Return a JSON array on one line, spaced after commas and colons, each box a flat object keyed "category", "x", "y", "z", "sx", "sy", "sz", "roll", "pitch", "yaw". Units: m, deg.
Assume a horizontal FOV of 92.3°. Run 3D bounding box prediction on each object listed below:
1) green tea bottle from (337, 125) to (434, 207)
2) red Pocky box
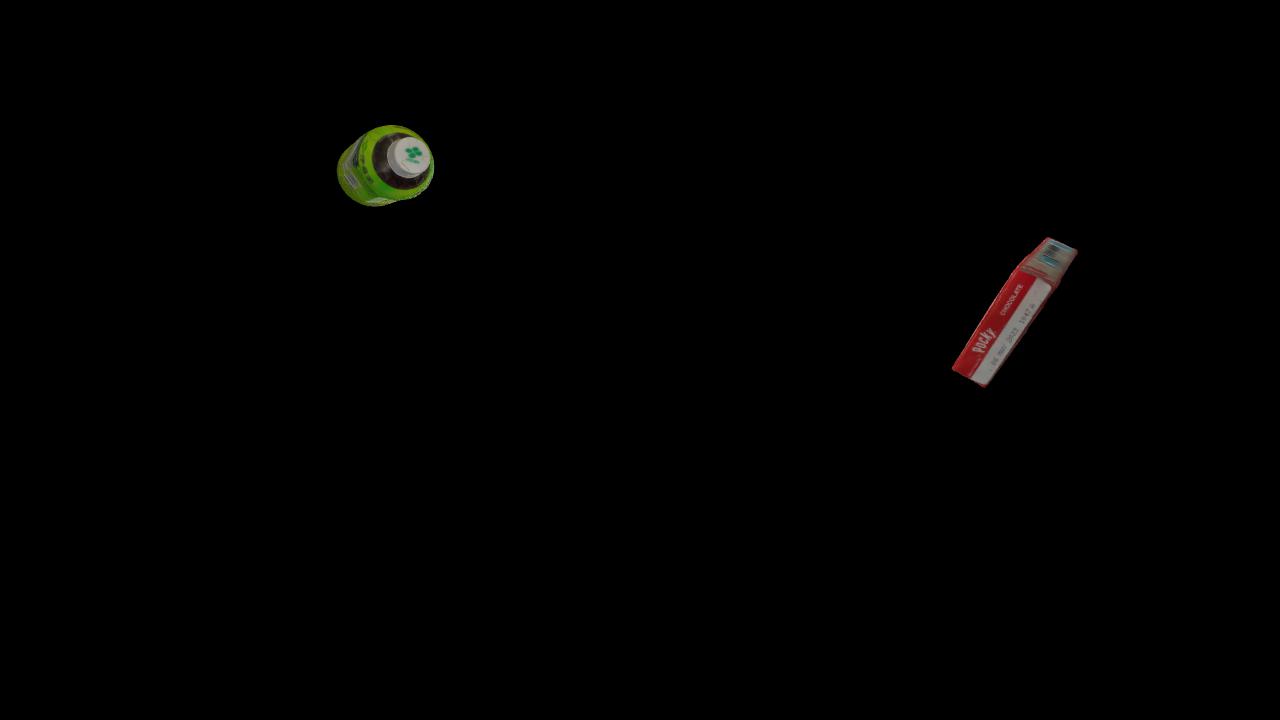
[{"category": "green tea bottle", "x": -0.250, "y": -0.190, "z": 0.608, "sx": 0.073, "sy": 0.073, "sz": 0.212, "roll": 0, "pitch": 11, "yaw": -32}, {"category": "red Pocky box", "x": 0.281, "y": -0.040, "z": 0.458, "sx": 0.028, "sy": 0.083, "sz": 0.155, "roll": 34, "pitch": 35, "yaw": 26}]
